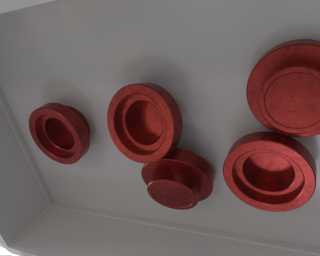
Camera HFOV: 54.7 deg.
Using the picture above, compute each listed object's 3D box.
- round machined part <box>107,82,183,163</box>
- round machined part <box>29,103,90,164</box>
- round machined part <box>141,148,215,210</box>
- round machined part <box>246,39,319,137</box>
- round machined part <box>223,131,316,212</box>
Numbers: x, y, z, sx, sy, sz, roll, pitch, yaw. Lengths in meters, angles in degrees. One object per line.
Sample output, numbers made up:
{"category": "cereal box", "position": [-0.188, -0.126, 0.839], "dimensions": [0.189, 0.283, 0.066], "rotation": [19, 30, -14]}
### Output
{"category": "round machined part", "position": [-0.015, -0.008, 0.389], "dimensions": [0.098, 0.042, 0.097], "rotation": [8, 106, 30]}
{"category": "round machined part", "position": [-0.149, 0.005, 0.479], "dimensions": [0.098, 0.042, 0.097], "rotation": [13, 124, 21]}
{"category": "round machined part", "position": [0.021, 0.074, 0.416], "dimensions": [0.098, 0.042, 0.097], "rotation": [11, 138, 11]}
{"category": "round machined part", "position": [0.135, -0.033, 0.303], "dimensions": [0.098, 0.042, 0.097], "rotation": [12, 121, 21]}
{"category": "round machined part", "position": [0.127, 0.046, 0.359], "dimensions": [0.098, 0.042, 0.097], "rotation": [13, 124, 21]}
